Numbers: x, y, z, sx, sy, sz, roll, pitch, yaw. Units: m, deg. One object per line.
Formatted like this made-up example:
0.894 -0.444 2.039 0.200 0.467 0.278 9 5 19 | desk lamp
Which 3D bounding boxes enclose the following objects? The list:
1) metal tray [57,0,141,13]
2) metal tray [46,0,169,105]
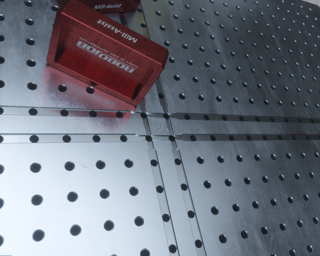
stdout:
-0.102 -0.224 0.485 0.131 0.030 0.090 -21 73 -36 | metal tray
-0.066 -0.088 0.383 0.131 0.090 0.030 25 53 -13 | metal tray
